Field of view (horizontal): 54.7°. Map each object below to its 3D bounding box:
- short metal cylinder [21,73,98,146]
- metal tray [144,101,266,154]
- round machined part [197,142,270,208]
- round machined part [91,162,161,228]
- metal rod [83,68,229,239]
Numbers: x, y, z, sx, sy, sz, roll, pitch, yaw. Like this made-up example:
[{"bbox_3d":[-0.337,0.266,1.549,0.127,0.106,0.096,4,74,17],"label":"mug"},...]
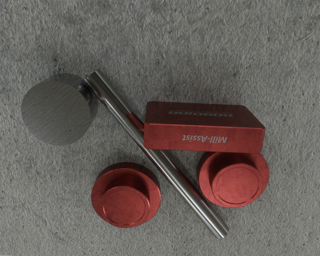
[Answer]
[{"bbox_3d":[-0.122,-0.024,0.386,0.081,0.050,0.079,0,110,-1],"label":"short metal cylinder"},{"bbox_3d":[0.048,-0.004,0.374,0.131,0.090,0.030,2,110,-2],"label":"metal tray"},{"bbox_3d":[0.103,0.070,0.428,0.099,0.042,0.097,0,110,-1],"label":"round machined part"},{"bbox_3d":[-0.048,0.101,0.437,0.099,0.042,0.097,0,110,-1],"label":"round machined part"},{"bbox_3d":[0.004,0.046,0.426,0.025,0.025,0.300,-35,107,12],"label":"metal rod"}]
